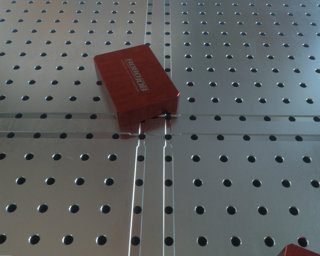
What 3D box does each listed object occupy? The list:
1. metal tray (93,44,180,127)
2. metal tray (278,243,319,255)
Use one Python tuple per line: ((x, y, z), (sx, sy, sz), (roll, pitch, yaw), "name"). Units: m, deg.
((-0.038, -0.069, 0.462), (0.091, 0.030, 0.130), (-17, 52, -15), "metal tray")
((0.136, 0.177, 0.257), (0.090, 0.030, 0.130), (19, 52, 15), "metal tray")
